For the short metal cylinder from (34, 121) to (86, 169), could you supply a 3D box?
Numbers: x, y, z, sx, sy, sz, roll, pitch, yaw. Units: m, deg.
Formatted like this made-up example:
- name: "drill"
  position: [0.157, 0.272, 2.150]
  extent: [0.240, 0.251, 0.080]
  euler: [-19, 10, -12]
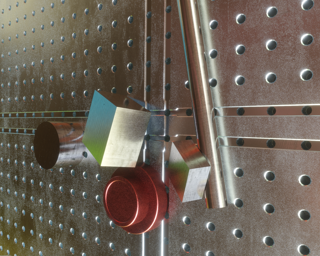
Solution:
- name: "short metal cylinder"
  position: [-0.173, 0.029, 0.532]
  extent: [0.080, 0.050, 0.079]
  euler: [0, 90, 39]

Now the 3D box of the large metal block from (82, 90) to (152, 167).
- name: "large metal block"
  position: [-0.063, 0.000, 0.429]
  extent: [0.080, 0.050, 0.079]
  euler: [36, 113, 52]

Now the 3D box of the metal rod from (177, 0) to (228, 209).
- name: "metal rod"
  position: [0.046, -0.058, 0.369]
  extent: [0.025, 0.025, 0.298]
  euler: [-12, 82, 39]

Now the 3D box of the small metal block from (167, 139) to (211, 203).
- name: "small metal block"
  position: [0.032, 0.049, 0.361]
  extent: [0.050, 0.025, 0.050]
  euler: [-121, 32, -50]

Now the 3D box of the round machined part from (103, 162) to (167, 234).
- name: "round machined part"
  position: [-0.041, 0.098, 0.430]
  extent: [0.098, 0.042, 0.097]
  euler: [0, 90, 39]
